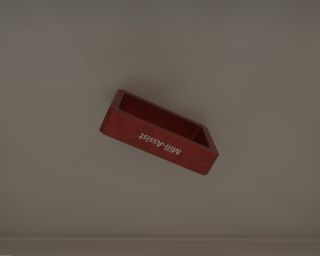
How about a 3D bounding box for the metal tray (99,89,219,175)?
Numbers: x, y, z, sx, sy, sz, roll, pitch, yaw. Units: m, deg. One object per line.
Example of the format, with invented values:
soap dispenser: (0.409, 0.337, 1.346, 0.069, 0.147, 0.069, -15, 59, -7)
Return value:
metal tray: (0.000, 0.002, 0.374, 0.131, 0.090, 0.030, 23, 108, -9)
